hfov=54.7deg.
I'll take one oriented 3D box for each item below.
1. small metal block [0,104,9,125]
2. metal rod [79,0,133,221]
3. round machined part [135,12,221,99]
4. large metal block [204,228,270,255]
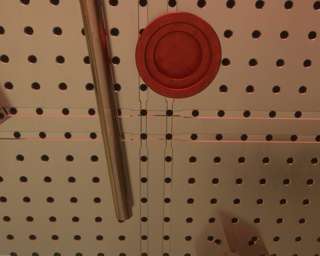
[{"bbox_3d":[-0.237,-0.022,0.403,0.050,0.025,0.050,-20,109,7],"label":"small metal block"},{"bbox_3d":[-0.067,-0.009,0.409,0.025,0.025,0.298,-5,110,2],"label":"metal rod"},{"bbox_3d":[0.021,-0.088,0.372,0.099,0.042,0.097,0,110,0],"label":"round machined part"},{"bbox_3d":[0.116,0.216,0.481,0.080,0.050,0.080,26,108,-10],"label":"large metal block"}]
